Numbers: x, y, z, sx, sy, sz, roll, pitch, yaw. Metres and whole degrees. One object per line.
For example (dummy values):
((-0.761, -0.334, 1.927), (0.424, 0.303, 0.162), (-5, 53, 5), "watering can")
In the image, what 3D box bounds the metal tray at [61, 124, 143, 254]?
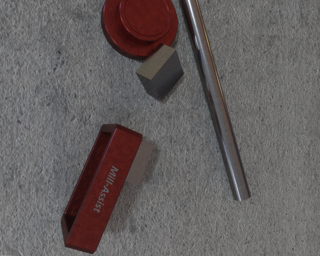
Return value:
((-0.069, 0.060, 0.349), (0.030, 0.090, 0.130), (25, 82, -19), "metal tray")

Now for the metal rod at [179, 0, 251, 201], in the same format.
((0.079, -0.040, 0.439), (0.025, 0.025, 0.298), (-19, 97, -19), "metal rod")

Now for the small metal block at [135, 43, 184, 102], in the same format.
((0.001, -0.070, 0.395), (0.025, 0.050, 0.050), (31, 76, 27), "small metal block")

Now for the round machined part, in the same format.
((-0.022, -0.139, 0.392), (0.099, 0.042, 0.097), (0, 90, -21), "round machined part")

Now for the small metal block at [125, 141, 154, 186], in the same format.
((-0.035, 0.040, 0.384), (0.025, 0.050, 0.050), (23, 82, -19), "small metal block")
